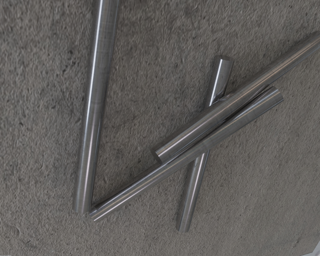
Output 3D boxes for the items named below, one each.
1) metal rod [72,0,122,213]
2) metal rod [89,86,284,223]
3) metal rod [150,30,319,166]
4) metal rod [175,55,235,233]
[{"bbox_3d":[-0.074,-0.026,0.350,0.025,0.025,0.298,-1,119,-28],"label":"metal rod"},{"bbox_3d":[0.033,0.038,0.423,0.301,0.025,0.025,-34,130,3],"label":"metal rod"},{"bbox_3d":[0.114,-0.048,0.411,0.301,0.025,0.025,-35,130,-16],"label":"metal rod"},{"bbox_3d":[0.061,0.041,0.464,0.025,0.025,0.298,-5,121,-26],"label":"metal rod"}]
